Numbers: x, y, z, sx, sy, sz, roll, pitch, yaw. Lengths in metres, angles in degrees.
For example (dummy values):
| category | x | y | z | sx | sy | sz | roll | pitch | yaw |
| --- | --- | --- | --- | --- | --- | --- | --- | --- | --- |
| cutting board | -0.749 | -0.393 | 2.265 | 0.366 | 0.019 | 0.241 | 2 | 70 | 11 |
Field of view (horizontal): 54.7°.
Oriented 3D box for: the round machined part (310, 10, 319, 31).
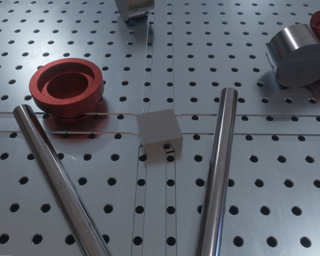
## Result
| category | x | y | z | sx | sy | sz | roll | pitch | yaw |
| --- | --- | --- | --- | --- | --- | --- | --- | --- | --- |
| round machined part | 0.267 | -0.138 | 0.483 | 0.042 | 0.098 | 0.098 | -33 | 54 | 3 |

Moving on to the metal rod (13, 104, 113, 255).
| category | x | y | z | sx | sy | sz | roll | pitch | yaw |
| --- | --- | --- | --- | --- | --- | --- | --- | --- | --- |
| metal rod | -0.105 | 0.073 | 0.345 | 0.025 | 0.025 | 0.300 | -27 | 55 | -21 |

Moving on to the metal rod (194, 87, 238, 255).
| category | x | y | z | sx | sy | sz | roll | pitch | yaw |
| --- | --- | --- | --- | --- | --- | --- | --- | --- | --- |
| metal rod | 0.066 | 0.062 | 0.355 | 0.025 | 0.025 | 0.300 | 10 | 51 | 8 |

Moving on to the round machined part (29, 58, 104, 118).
| category | x | y | z | sx | sy | sz | roll | pitch | yaw |
| --- | --- | --- | --- | --- | --- | --- | --- | --- | --- |
| round machined part | -0.129 | -0.053 | 0.440 | 0.099 | 0.042 | 0.098 | 0 | 50 | 0 |

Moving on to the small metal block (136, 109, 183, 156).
| category | x | y | z | sx | sy | sz | roll | pitch | yaw |
| --- | --- | --- | --- | --- | --- | --- | --- | --- | --- |
| small metal block | -0.001 | 0.005 | 0.403 | 0.050 | 0.025 | 0.050 | -10 | 51 | -9 |

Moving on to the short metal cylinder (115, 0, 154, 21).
| category | x | y | z | sx | sy | sz | roll | pitch | yaw |
| --- | --- | --- | --- | --- | --- | --- | --- | --- | --- |
| short metal cylinder | -0.051 | -0.247 | 0.579 | 0.050 | 0.080 | 0.080 | -21 | 53 | -16 |

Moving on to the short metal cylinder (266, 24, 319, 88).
| category | x | y | z | sx | sy | sz | roll | pitch | yaw |
| --- | --- | --- | --- | --- | --- | --- | --- | --- | --- |
| short metal cylinder | 0.206 | -0.106 | 0.463 | 0.081 | 0.080 | 0.050 | -3 | 50 | -3 |
